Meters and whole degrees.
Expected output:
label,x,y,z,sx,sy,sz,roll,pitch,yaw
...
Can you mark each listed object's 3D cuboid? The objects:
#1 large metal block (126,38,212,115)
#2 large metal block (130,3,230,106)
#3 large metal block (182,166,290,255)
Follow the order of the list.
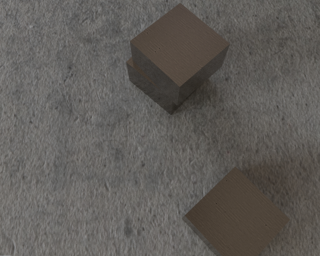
label,x,y,z,sx,sy,sz,roll,pitch,yaw
large metal block,0.013,-0.079,0.424,0.080,0.050,0.080,41,75,13
large metal block,0.023,-0.089,0.375,0.080,0.050,0.080,-42,76,-14
large metal block,0.084,0.105,0.358,0.080,0.050,0.080,-41,75,-14
